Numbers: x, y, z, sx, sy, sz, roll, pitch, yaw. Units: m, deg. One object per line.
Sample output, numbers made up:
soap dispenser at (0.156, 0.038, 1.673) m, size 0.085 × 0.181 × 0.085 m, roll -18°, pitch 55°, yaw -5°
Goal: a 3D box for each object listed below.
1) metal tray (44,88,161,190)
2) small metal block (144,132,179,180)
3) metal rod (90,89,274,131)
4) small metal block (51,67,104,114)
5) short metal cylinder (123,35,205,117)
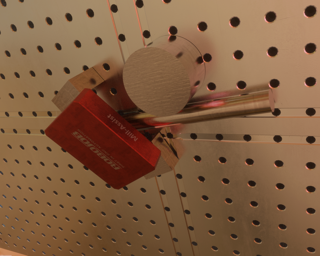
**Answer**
metal tray at (-0.075, 0.020, 0.408) m, size 0.130 × 0.030 × 0.090 m, roll 42°, pitch 130°, yaw -16°
small metal block at (-0.010, 0.040, 0.439) m, size 0.050 × 0.025 × 0.050 m, roll -26°, pitch 105°, yaw 36°
metal rod at (-0.008, -0.011, 0.407) m, size 0.300 × 0.025 × 0.025 m, roll -8°, pitch 115°, yaw 31°
small metal block at (-0.111, -0.051, 0.420) m, size 0.025 × 0.050 × 0.050 m, roll 49°, pitch 128°, yaw -7°
short metal cylinder at (0.005, -0.060, 0.353) m, size 0.080 × 0.050 × 0.079 m, roll 13°, pitch 124°, yaw 20°
